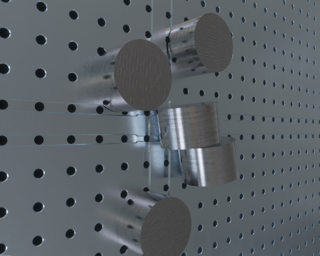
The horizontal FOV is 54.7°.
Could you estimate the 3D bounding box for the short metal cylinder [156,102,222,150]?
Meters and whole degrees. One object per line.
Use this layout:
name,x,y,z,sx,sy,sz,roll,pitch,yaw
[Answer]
short metal cylinder,0.037,-0.005,0.404,0.081,0.080,0.050,-12,98,-39

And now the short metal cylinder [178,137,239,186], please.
short metal cylinder,0.067,0.044,0.429,0.081,0.080,0.050,-13,99,-39

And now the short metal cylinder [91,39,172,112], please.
short metal cylinder,-0.033,-0.059,0.365,0.081,0.050,0.079,0,90,-40

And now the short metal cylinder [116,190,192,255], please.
short metal cylinder,-0.007,0.122,0.387,0.081,0.050,0.079,0,90,-40

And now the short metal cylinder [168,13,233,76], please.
short metal cylinder,0.059,-0.116,0.441,0.081,0.050,0.079,0,90,-40
